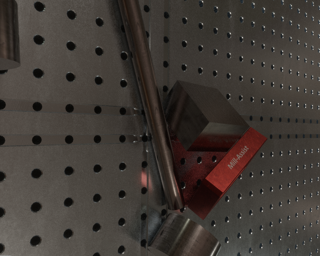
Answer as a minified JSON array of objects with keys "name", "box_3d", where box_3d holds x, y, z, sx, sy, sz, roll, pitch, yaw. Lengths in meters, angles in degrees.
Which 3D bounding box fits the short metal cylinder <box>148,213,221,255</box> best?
[{"name":"short metal cylinder","box_3d":[0.032,0.156,0.403,0.080,0.080,0.050,52,59,-28]}]

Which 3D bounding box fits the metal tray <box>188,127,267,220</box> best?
[{"name":"metal tray","box_3d":[0.100,0.066,0.456,0.131,0.030,0.089,-40,159,-33]}]

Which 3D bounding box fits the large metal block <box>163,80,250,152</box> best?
[{"name":"large metal block","box_3d":[0.058,-0.014,0.416,0.081,0.080,0.050,5,131,-40]}]

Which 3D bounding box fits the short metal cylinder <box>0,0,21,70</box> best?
[{"name":"short metal cylinder","box_3d":[-0.155,-0.076,0.244,0.081,0.080,0.050,-4,93,-40]}]

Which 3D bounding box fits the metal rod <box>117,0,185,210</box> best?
[{"name":"metal rod","box_3d":[-0.010,-0.034,0.402,0.025,0.025,0.298,-22,104,-38]}]
